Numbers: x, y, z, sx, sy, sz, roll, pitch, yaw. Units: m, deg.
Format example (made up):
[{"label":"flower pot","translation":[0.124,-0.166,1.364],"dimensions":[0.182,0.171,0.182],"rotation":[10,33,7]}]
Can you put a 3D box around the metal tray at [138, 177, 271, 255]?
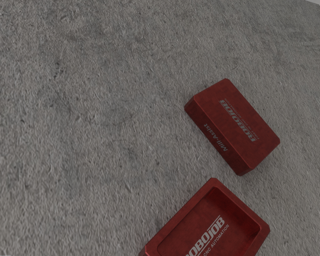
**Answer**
[{"label":"metal tray","translation":[0.052,0.125,0.340],"dimensions":[0.090,0.030,0.131],"rotation":[42,50,15]}]

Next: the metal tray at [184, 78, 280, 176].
[{"label":"metal tray","translation":[0.109,-0.005,0.462],"dimensions":[0.091,0.030,0.130],"rotation":[-31,79,-38]}]
